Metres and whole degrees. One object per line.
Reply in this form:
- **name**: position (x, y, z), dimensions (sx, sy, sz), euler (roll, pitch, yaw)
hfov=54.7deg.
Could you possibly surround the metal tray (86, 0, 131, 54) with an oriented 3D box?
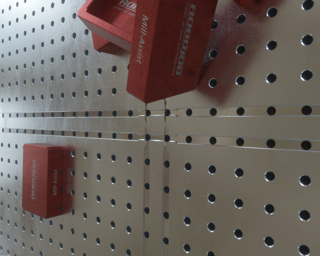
- **metal tray**: position (-0.049, -0.173, 0.444), dimensions (0.130, 0.030, 0.090), euler (-18, 79, 38)

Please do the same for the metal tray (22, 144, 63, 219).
- **metal tray**: position (-0.224, 0.096, 0.588), dimensions (0.090, 0.030, 0.129), euler (3, 92, 39)

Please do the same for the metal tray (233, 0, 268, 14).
- **metal tray**: position (0.107, -0.198, 0.317), dimensions (0.129, 0.030, 0.090), euler (-51, 61, 27)

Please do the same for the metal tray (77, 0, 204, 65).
- **metal tray**: position (-0.025, -0.138, 0.363), dimensions (0.130, 0.030, 0.090), euler (34, 83, 31)

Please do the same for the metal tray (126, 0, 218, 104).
- **metal tray**: position (0.014, -0.097, 0.332), dimensions (0.030, 0.091, 0.129), euler (33, 127, 33)
